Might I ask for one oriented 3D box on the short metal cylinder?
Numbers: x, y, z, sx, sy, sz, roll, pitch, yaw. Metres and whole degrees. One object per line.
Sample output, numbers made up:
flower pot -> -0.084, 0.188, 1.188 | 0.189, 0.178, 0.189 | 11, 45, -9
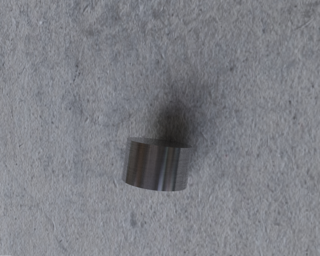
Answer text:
short metal cylinder -> -0.004, 0.042, 0.380 | 0.080, 0.080, 0.050 | 9, 93, 19
